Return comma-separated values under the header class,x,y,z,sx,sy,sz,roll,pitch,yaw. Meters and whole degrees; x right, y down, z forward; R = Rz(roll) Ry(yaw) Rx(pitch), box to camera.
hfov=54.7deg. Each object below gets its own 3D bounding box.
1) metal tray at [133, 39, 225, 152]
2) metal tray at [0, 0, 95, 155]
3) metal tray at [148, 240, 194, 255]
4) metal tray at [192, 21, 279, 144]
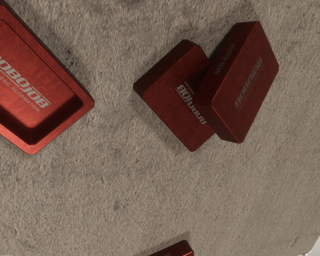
class,x,y,z,sx,sy,sz,roll,pitch,yaw
metal tray,0.038,-0.037,0.403,0.090,0.030,0.130,-42,130,1
metal tray,-0.139,-0.043,0.301,0.090,0.030,0.130,-40,130,-2
metal tray,-0.001,0.270,0.573,0.131,0.030,0.089,-17,126,-19
metal tray,0.101,-0.057,0.392,0.090,0.030,0.130,45,68,-40
